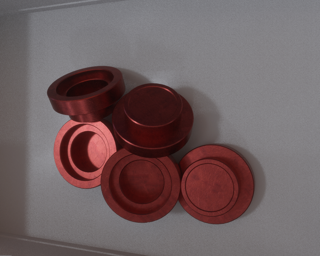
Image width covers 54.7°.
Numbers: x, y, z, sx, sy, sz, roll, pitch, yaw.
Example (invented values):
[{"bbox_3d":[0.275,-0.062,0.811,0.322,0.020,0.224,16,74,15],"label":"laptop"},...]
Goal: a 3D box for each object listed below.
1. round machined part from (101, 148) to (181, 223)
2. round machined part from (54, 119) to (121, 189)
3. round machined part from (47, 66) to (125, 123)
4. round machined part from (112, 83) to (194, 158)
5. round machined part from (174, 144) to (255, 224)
[{"bbox_3d":[-0.021,0.066,0.394,0.099,0.042,0.097,1,96,6],"label":"round machined part"},{"bbox_3d":[-0.094,0.032,0.431,0.098,0.042,0.097,0,90,19],"label":"round machined part"},{"bbox_3d":[-0.094,-0.043,0.413,0.098,0.098,0.042,3,126,19],"label":"round machined part"},{"bbox_3d":[-0.008,-0.016,0.373,0.099,0.042,0.098,1,53,-1],"label":"round machined part"},{"bbox_3d":[0.064,0.069,0.376,0.098,0.042,0.097,0,90,19],"label":"round machined part"}]
